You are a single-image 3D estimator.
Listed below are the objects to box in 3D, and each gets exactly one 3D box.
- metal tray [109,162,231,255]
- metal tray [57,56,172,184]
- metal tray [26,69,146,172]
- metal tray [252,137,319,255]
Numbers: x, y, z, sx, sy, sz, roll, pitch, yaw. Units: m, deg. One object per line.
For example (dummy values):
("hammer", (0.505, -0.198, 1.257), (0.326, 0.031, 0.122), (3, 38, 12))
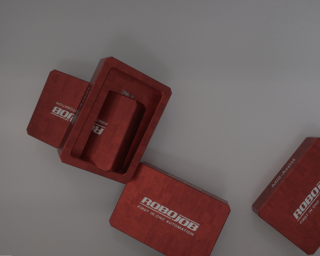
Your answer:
("metal tray", (0.012, 0.110, 0.398), (0.130, 0.030, 0.090), (25, 90, 10))
("metal tray", (-0.053, -0.008, 0.372), (0.090, 0.030, 0.129), (25, 89, -25))
("metal tray", (-0.094, -0.010, 0.387), (0.130, 0.030, 0.090), (22, 90, 19))
("metal tray", (0.199, 0.087, 0.410), (0.090, 0.030, 0.130), (39, 90, 0))
